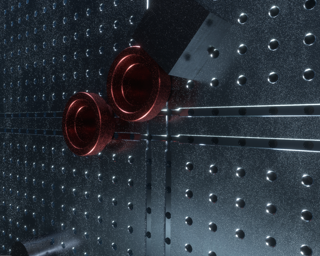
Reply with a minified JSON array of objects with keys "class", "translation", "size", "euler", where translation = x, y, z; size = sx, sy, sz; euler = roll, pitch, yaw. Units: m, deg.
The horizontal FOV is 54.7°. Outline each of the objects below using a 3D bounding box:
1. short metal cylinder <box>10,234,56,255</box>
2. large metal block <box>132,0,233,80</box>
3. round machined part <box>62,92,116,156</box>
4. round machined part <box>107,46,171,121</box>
[{"class":"short metal cylinder","translation":[-0.244,0.252,0.595],"size":[0.080,0.050,0.080],"euler":[0,90,40]},{"class":"large metal block","translation":[0.024,-0.117,0.373],"size":[0.080,0.050,0.080],"euler":[50,119,28]},{"class":"round machined part","translation":[-0.108,-0.006,0.488],"size":[0.098,0.042,0.097],"euler":[0,90,40]},{"class":"round machined part","translation":[-0.024,-0.057,0.418],"size":[0.098,0.042,0.097],"euler":[0,90,40]}]
